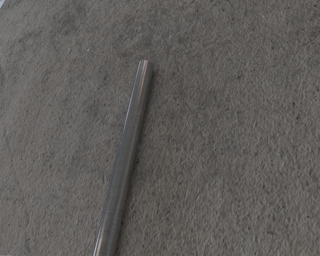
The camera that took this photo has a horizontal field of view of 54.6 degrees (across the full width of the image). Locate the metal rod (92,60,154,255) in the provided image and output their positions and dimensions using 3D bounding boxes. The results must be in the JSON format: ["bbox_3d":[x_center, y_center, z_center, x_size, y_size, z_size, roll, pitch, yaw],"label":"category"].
[{"bbox_3d":[-0.044,0.036,0.406,0.025,0.025,0.300,-4,60,26],"label":"metal rod"}]
